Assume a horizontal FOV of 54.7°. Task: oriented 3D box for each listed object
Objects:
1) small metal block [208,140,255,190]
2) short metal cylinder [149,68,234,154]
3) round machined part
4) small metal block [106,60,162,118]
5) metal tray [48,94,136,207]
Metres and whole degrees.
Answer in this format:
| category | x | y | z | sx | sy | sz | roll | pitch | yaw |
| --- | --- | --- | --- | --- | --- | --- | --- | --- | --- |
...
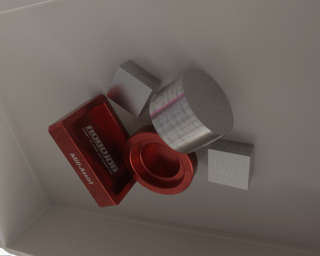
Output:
| category | x | y | z | sx | sy | sz | roll | pitch | yaw |
| --- | --- | --- | --- | --- | --- | --- | --- | --- | --- |
| small metal block | 0.088 | 0.045 | 0.387 | 0.050 | 0.025 | 0.050 | 10 | 122 | 24 |
| short metal cylinder | 0.035 | -0.018 | 0.340 | 0.050 | 0.080 | 0.080 | -33 | 100 | 38 |
| round machined part | 0.004 | 0.038 | 0.414 | 0.098 | 0.042 | 0.097 | 13 | 124 | 20 |
| small metal block | -0.034 | -0.049 | 0.392 | 0.050 | 0.025 | 0.050 | 36 | 129 | 5 |
| metal tray | -0.079 | 0.030 | 0.422 | 0.030 | 0.090 | 0.130 | -18 | 109 | 35 |
